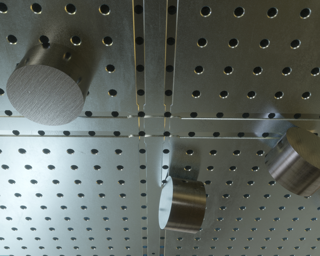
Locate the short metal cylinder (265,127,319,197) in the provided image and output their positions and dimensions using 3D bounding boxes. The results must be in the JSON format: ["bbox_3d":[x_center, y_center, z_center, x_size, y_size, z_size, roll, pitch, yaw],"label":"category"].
[{"bbox_3d":[0.191,0.044,0.416,0.081,0.080,0.050,16,128,-14],"label":"short metal cylinder"}]

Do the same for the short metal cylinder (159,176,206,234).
[{"bbox_3d":[0.033,0.118,0.476,0.050,0.080,0.079,11,129,-10],"label":"short metal cylinder"}]

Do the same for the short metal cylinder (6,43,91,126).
[{"bbox_3d":[-0.123,-0.049,0.352,0.081,0.050,0.079,0,130,0],"label":"short metal cylinder"}]
